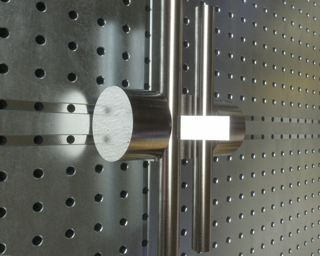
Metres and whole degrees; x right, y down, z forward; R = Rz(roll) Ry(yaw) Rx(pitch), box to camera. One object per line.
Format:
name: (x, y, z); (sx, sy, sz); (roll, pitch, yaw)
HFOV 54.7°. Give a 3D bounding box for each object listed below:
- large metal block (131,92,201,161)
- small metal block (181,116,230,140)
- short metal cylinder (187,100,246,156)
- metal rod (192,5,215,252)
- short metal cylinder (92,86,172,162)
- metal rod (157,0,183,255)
large metal block: (0.008, -0.002, 0.395); (0.081, 0.050, 0.079); (1, 90, -40)
small metal block: (0.049, 0.000, 0.348); (0.050, 0.050, 0.025); (1, 90, 4)
short metal cylinder: (0.069, 0.000, 0.426); (0.050, 0.080, 0.079); (1, 90, -39)
metal rod: (0.054, 0.000, 0.385); (0.025, 0.025, 0.298); (1, 89, -40)
short metal cylinder: (-0.033, -0.004, 0.342); (0.050, 0.080, 0.079); (2, 89, -40)
metal rod: (0.011, 0.002, 0.350); (0.025, 0.025, 0.298); (1, 89, -40)
